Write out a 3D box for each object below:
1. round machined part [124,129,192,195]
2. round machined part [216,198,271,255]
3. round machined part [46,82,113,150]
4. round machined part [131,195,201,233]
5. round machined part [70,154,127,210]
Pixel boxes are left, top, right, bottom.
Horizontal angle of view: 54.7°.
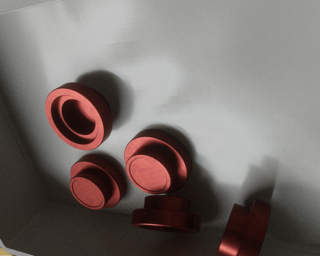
[{"bbox_3d":[-0.008,0.054,0.434,0.098,0.042,0.097,13,124,20],"label":"round machined part"},{"bbox_3d":[0.103,0.134,0.390,0.042,0.098,0.097,19,126,17],"label":"round machined part"},{"bbox_3d":[-0.109,-0.020,0.441,0.098,0.042,0.097,13,124,20],"label":"round machined part"},{"bbox_3d":[0.010,0.124,0.447,0.099,0.042,0.098,5,157,2],"label":"round machined part"},{"bbox_3d":[-0.108,0.095,0.512,0.098,0.042,0.097,13,124,20],"label":"round machined part"}]
